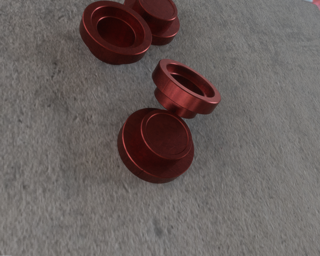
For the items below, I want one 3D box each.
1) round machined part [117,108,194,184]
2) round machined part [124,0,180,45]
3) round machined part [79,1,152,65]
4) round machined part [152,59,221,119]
[{"bbox_3d":[0.000,0.016,0.385,0.099,0.042,0.098,14,56,-21],"label":"round machined part"},{"bbox_3d":[-0.011,-0.185,0.502,0.099,0.042,0.098,14,56,-21],"label":"round machined part"},{"bbox_3d":[-0.065,-0.129,0.438,0.099,0.042,0.098,14,56,-21],"label":"round machined part"},{"bbox_3d":[0.031,-0.050,0.427,0.098,0.042,0.098,25,29,-15],"label":"round machined part"}]
